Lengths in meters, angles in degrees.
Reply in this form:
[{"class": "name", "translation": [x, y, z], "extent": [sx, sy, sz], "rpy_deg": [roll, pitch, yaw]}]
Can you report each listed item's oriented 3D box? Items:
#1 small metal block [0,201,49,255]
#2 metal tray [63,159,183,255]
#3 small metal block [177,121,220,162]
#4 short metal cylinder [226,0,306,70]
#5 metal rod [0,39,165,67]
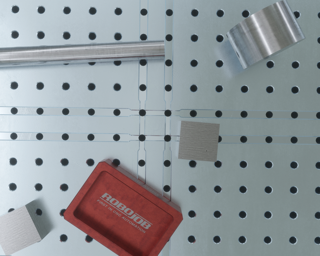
[{"class": "small metal block", "translation": [-0.186, 0.133, 0.411], "extent": [0.050, 0.025, 0.050], "rpy_deg": [-25, 90, -1]}, {"class": "metal tray", "translation": [-0.047, 0.113, 0.410], "extent": [0.130, 0.030, 0.090], "rpy_deg": [34, 90, -1]}, {"class": "small metal block", "translation": [0.050, 0.017, 0.414], "extent": [0.050, 0.025, 0.050], "rpy_deg": [5, 90, -1]}, {"class": "short metal cylinder", "translation": [0.131, -0.114, 0.388], "extent": [0.080, 0.080, 0.050], "rpy_deg": [-26, 90, 0]}, {"class": "metal rod", "translation": [-0.145, -0.097, 0.411], "extent": [0.302, 0.025, 0.025], "rpy_deg": [-3, 90, -1]}]
